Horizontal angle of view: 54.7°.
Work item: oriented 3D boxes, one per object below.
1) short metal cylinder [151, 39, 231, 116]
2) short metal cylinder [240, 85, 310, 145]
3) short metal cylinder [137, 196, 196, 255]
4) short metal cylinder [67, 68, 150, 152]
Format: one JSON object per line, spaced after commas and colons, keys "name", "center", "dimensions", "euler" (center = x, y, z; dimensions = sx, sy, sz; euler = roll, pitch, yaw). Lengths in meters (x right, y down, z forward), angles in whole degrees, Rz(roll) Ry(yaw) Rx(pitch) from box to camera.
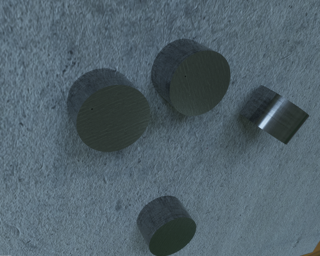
{"name": "short metal cylinder", "center": [0.036, -0.061, 0.373], "dimensions": [0.081, 0.050, 0.079], "euler": [-14, 124, -21]}
{"name": "short metal cylinder", "center": [0.165, -0.019, 0.449], "dimensions": [0.080, 0.080, 0.050], "euler": [25, 105, -37]}
{"name": "short metal cylinder", "center": [0.010, 0.155, 0.492], "dimensions": [0.081, 0.050, 0.079], "euler": [-14, 124, -21]}
{"name": "short metal cylinder", "center": [-0.058, -0.020, 0.346], "dimensions": [0.081, 0.050, 0.079], "euler": [-14, 124, -21]}
